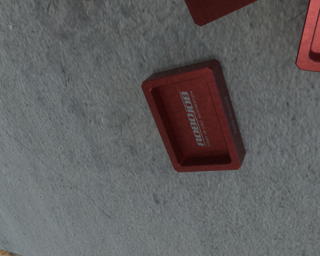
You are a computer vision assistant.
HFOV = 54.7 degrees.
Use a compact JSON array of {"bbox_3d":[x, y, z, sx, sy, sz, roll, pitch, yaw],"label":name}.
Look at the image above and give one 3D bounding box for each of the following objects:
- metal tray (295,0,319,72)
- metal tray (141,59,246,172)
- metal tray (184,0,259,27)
[{"bbox_3d":[0.170,-0.107,0.247,0.090,0.030,0.129,12,124,21],"label":"metal tray"},{"bbox_3d":[0.042,-0.009,0.374,0.090,0.030,0.129,-8,115,31],"label":"metal tray"},{"bbox_3d":[0.067,-0.149,0.252,0.130,0.030,0.090,-8,115,50],"label":"metal tray"}]
